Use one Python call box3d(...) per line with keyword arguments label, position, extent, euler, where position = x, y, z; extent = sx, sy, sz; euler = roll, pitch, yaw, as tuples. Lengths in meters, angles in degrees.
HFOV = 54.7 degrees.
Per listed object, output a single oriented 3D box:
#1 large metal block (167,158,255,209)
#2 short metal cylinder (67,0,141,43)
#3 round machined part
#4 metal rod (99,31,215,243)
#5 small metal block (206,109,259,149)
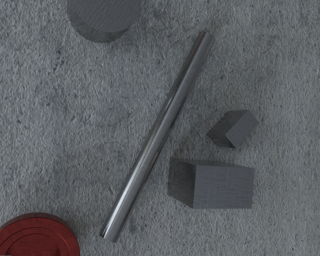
box3d(label="large metal block", position=(0.063, 0.071, 0.405), extent=(0.081, 0.080, 0.050), euler=(5, 88, -20))
box3d(label="short metal cylinder", position=(-0.068, -0.148, 0.371), extent=(0.081, 0.050, 0.079), euler=(0, 90, -21))
box3d(label="round machined part", position=(-0.142, 0.143, 0.348), extent=(0.099, 0.042, 0.097), euler=(0, 90, -21))
box3d(label="metal rod", position=(0.001, 0.004, 0.410), extent=(0.025, 0.025, 0.299), euler=(29, 80, -18))
box3d(label="small metal block", position=(0.101, 0.001, 0.435), extent=(0.050, 0.050, 0.025), euler=(-44, 104, -15))
